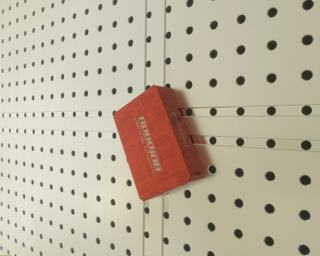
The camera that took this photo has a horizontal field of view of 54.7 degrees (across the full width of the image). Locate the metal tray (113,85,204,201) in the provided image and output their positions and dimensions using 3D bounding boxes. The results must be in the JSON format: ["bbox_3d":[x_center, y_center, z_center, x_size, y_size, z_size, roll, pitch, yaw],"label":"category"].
[{"bbox_3d":[-0.006,0.020,0.409,0.090,0.030,0.130,-31,71,35],"label":"metal tray"}]
